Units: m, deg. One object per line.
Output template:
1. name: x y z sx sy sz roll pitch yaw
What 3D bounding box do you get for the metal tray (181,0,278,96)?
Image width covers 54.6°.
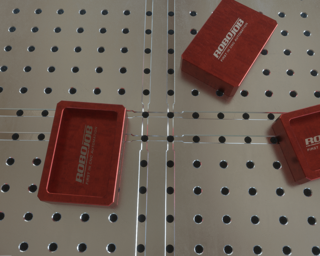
1. metal tray: 0.101 -0.121 0.454 0.090 0.030 0.130 31 73 11

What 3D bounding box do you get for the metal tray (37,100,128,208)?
1. metal tray: -0.094 0.032 0.396 0.090 0.030 0.130 4 70 1

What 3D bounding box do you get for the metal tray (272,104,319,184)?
1. metal tray: 0.228 0.012 0.405 0.131 0.030 0.090 -14 71 -5
